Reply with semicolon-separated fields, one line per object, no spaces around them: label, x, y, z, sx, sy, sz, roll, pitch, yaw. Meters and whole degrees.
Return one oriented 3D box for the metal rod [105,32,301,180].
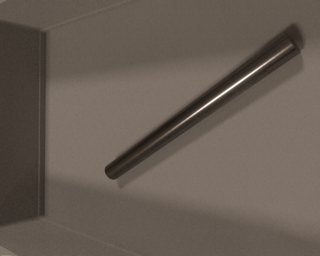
metal rod;0.028;-0.008;0.381;0.299;0.025;0.025;-37;68;33
